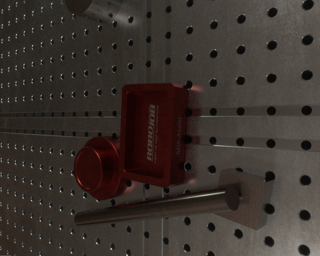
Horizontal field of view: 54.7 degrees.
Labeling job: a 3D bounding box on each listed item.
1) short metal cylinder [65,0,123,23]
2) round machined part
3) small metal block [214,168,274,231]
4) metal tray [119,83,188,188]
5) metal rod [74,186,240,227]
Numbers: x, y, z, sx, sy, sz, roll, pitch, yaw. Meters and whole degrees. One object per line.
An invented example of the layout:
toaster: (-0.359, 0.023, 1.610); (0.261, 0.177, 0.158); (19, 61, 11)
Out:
short metal cylinder: (-0.101, -0.207, 0.474); (0.080, 0.050, 0.079); (0, 90, 39)
round machined part: (-0.094, 0.061, 0.474); (0.098, 0.042, 0.097); (0, 90, 39)
small metal block: (0.090, 0.075, 0.334); (0.050, 0.025, 0.050); (12, 98, 39)
metal tray: (-0.011, 0.007, 0.413); (0.090, 0.030, 0.129); (4, 93, 39)
metal rod: (-0.029, 0.111, 0.413); (0.299, 0.025, 0.025); (-22, 76, 43)
